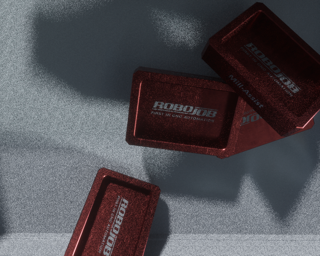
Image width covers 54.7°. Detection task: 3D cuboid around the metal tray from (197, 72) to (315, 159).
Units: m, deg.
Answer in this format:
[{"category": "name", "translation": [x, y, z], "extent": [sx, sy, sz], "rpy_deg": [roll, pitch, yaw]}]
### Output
[{"category": "metal tray", "translation": [0.122, -0.023, 0.402], "extent": [0.130, 0.030, 0.090], "rpy_deg": [-20, 109, 7]}]

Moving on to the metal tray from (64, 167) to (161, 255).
[{"category": "metal tray", "translation": [-0.060, 0.127, 0.405], "extent": [0.090, 0.130, 0.030], "rpy_deg": [20, 149, -5]}]

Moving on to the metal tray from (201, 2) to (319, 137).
[{"category": "metal tray", "translation": [0.122, -0.066, 0.338], "extent": [0.090, 0.030, 0.130], "rpy_deg": [-41, 82, -20]}]

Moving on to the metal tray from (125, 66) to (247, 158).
[{"category": "metal tray", "translation": [0.029, -0.018, 0.370], "extent": [0.131, 0.030, 0.089], "rpy_deg": [8, 110, -3]}]
